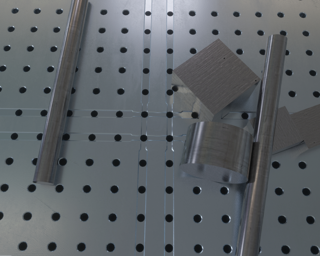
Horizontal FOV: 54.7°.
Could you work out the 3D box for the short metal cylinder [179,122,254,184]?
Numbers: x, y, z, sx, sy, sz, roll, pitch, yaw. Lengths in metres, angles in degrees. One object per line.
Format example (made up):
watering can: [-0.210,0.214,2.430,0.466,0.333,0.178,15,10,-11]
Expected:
short metal cylinder: [0.068,0.031,0.372,0.080,0.080,0.050,12,71,4]

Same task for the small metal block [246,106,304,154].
small metal block: [0.150,0.006,0.407,0.050,0.025,0.050,-21,71,0]

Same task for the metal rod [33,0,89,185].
metal rod: [-0.134,-0.071,0.436,0.025,0.025,0.299,4,70,1]

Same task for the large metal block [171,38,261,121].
large metal block: [0.073,-0.060,0.421,0.080,0.050,0.080,-37,74,-13]

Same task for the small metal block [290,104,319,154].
small metal block: [0.202,0.001,0.413,0.050,0.025,0.050,-19,71,-7]

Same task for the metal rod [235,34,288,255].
metal rod: [0.124,0.027,0.378,0.025,0.025,0.299,11,79,4]
